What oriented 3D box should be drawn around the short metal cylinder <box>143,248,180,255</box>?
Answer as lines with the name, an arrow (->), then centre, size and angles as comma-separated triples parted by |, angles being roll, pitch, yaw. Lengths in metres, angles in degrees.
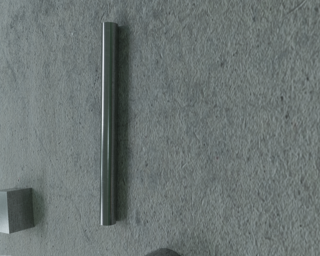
short metal cylinder -> -0.004, 0.200, 0.390 | 0.080, 0.050, 0.079 | 0, 90, 39

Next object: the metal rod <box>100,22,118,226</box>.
metal rod -> -0.077, -0.006, 0.465 | 0.025, 0.025, 0.298 | 1, 91, 39

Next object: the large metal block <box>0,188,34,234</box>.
large metal block -> -0.305, 0.167, 0.636 | 0.080, 0.050, 0.080 | -10, 84, 39
